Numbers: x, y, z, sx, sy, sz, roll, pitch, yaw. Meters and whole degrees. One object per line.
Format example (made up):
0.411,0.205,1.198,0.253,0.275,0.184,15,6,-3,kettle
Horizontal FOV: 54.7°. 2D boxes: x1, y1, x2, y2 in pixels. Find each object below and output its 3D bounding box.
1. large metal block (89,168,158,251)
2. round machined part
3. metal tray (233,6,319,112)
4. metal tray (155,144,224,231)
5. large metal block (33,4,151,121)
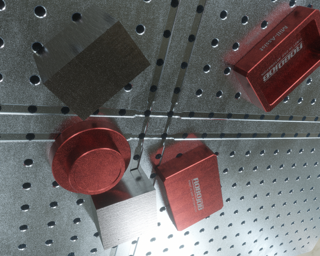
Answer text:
-0.051,0.113,0.437,0.081,0.050,0.079,-15,125,-20,large metal block
-0.082,0.043,0.382,0.099,0.042,0.097,-14,125,-21,round machined part
0.178,-0.096,0.444,0.130,0.030,0.090,-43,130,1,metal tray
0.051,0.099,0.497,0.091,0.030,0.129,-25,128,-13,metal tray
-0.068,-0.066,0.297,0.080,0.080,0.050,-40,129,-1,large metal block
